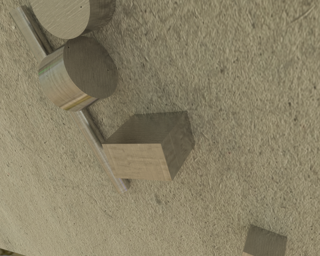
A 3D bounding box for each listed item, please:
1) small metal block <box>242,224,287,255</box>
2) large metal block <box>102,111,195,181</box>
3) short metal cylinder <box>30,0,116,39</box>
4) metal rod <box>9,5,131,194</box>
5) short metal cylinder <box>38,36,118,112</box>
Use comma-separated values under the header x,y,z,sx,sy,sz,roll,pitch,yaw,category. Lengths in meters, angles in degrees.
x,y,z,sx,sy,sz,roll,pitch,yaw,category
0.140,0.165,0.419,0.050,0.050,0.025,16,125,19,small metal block
-0.011,0.021,0.390,0.080,0.080,0.050,-2,117,29,large metal block
-0.098,-0.147,0.351,0.080,0.050,0.079,13,123,21,short metal cylinder
-0.123,-0.029,0.453,0.025,0.025,0.299,-15,111,34,metal rod
-0.099,-0.066,0.383,0.050,0.080,0.080,-20,108,36,short metal cylinder
